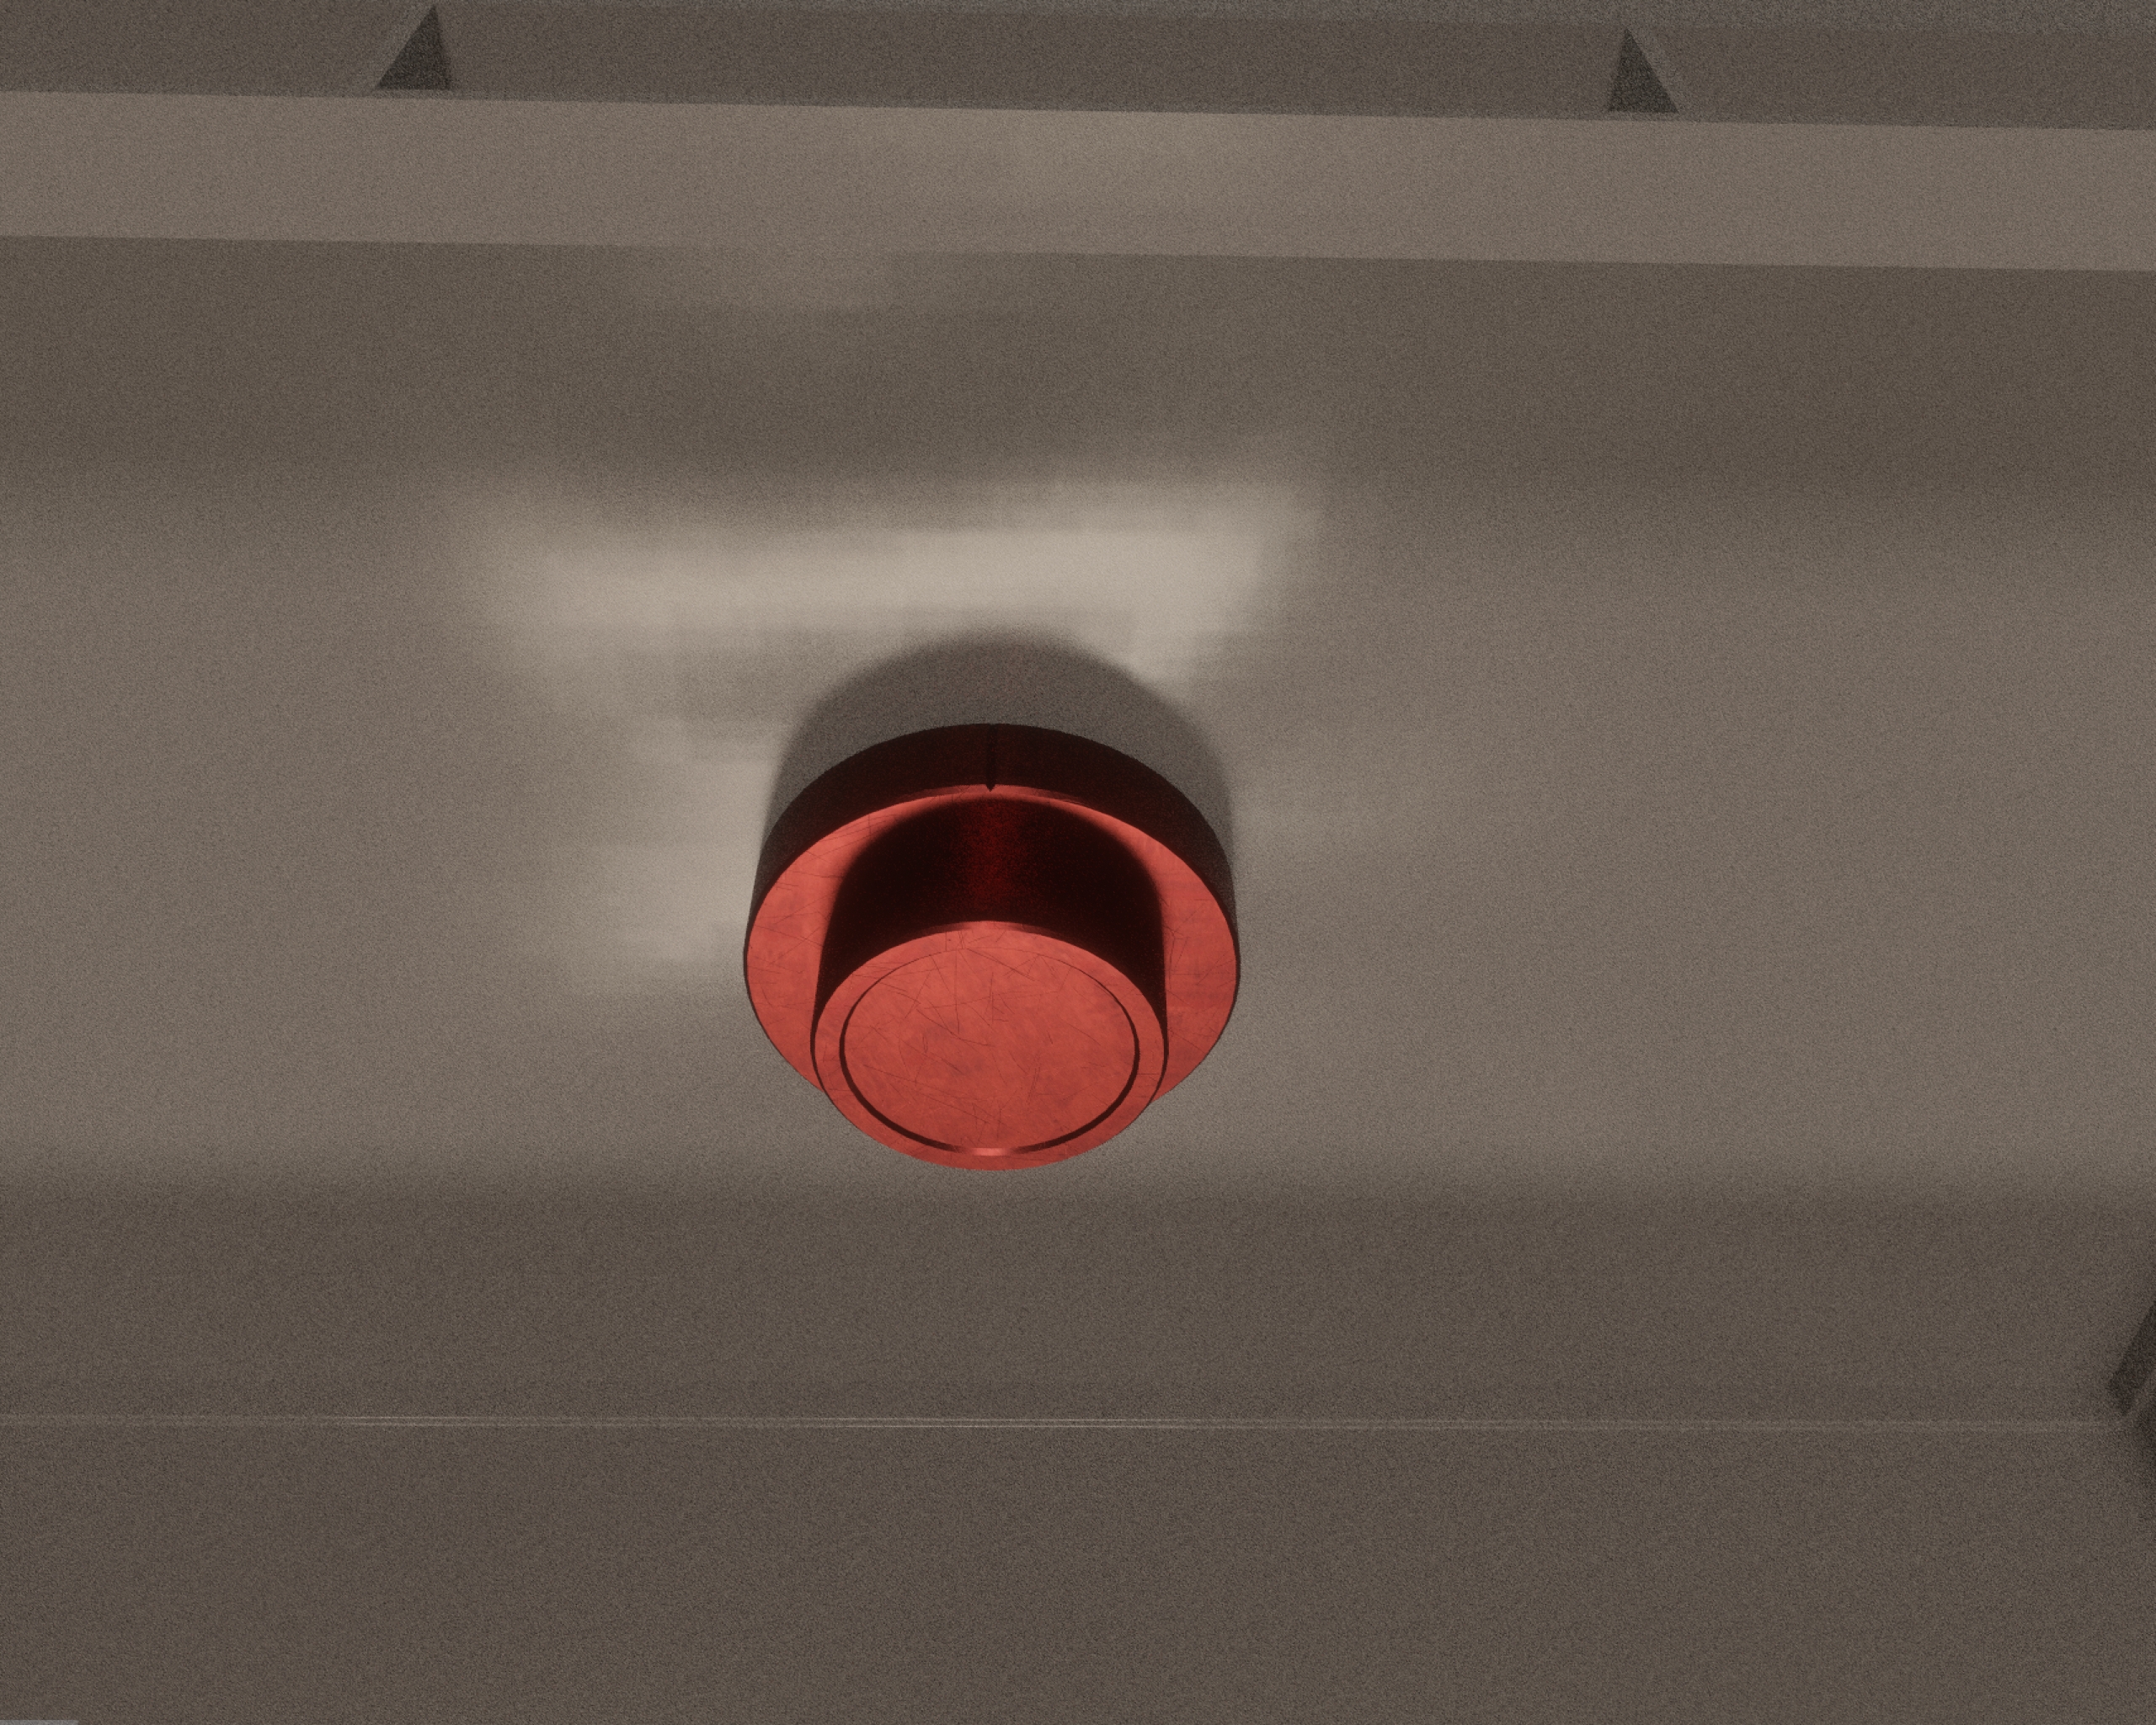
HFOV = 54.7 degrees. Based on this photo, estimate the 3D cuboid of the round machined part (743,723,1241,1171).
[{"bbox_3d":[-0.017,0.023,0.413,0.099,0.042,0.097,-1,130,0],"label":"round machined part"}]
